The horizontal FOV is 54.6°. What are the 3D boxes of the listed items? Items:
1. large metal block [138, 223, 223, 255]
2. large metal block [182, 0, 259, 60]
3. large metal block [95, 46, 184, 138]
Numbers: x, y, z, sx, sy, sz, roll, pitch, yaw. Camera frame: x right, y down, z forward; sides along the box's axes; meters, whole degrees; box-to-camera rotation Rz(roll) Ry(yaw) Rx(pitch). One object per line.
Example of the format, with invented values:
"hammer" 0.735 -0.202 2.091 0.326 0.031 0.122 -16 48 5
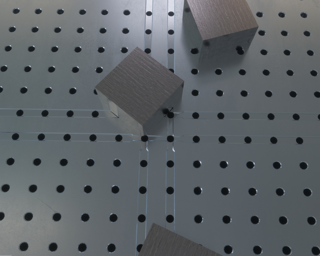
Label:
"large metal block" 0.012 0.160 0.340 0.080 0.050 0.080 23 72 8
"large metal block" 0.085 -0.156 0.456 0.080 0.050 0.080 -15 71 -6
"large metal block" -0.026 -0.047 0.416 0.080 0.050 0.080 39 74 13
